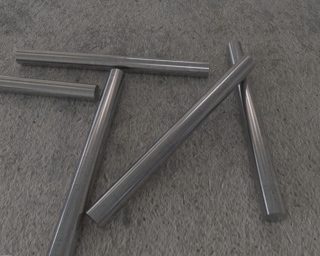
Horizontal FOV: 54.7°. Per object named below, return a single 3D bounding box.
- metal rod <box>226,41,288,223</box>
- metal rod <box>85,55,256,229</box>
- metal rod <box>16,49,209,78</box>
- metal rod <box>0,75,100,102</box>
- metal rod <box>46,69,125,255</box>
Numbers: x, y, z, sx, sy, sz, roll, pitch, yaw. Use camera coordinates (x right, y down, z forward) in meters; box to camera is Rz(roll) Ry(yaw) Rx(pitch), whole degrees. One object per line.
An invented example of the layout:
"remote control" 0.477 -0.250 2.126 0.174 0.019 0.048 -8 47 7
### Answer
"metal rod" 0.122 -0.021 0.421 0.025 0.025 0.300 0 50 0
"metal rod" 0.029 0.001 0.385 0.025 0.025 0.301 34 63 25
"metal rod" -0.075 -0.102 0.488 0.302 0.025 0.025 5 50 4
"metal rod" -0.240 -0.066 0.456 0.302 0.025 0.025 6 50 5
"metal rod" -0.083 0.034 0.374 0.025 0.025 0.300 5 50 4
